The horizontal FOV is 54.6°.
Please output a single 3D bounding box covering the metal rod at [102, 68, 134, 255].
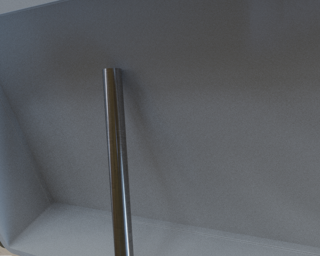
[{"bbox_3d":[-0.053,0.073,0.406,0.025,0.025,0.298,-2,94,29],"label":"metal rod"}]
